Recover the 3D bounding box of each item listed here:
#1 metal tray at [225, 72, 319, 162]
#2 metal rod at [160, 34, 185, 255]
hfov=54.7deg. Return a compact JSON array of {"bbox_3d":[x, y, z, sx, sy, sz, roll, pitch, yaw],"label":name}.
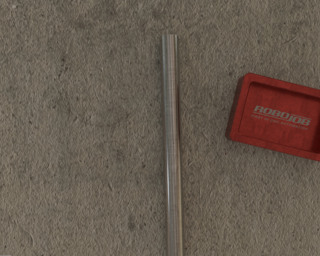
[{"bbox_3d":[0.162,-0.013,0.409,0.131,0.030,0.089,14,90,-1],"label":"metal tray"},{"bbox_3d":[0.016,0.029,0.410,0.025,0.025,0.298,-2,90,-1],"label":"metal rod"}]
